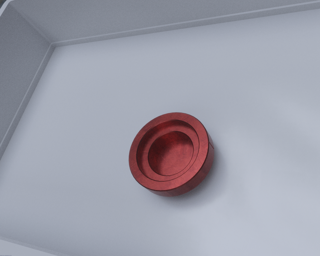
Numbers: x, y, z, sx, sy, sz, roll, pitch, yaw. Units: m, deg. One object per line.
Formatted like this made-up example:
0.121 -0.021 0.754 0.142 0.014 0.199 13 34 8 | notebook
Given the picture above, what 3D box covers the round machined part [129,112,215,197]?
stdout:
0.016 0.034 0.365 0.098 0.042 0.098 -13 56 20 | round machined part
